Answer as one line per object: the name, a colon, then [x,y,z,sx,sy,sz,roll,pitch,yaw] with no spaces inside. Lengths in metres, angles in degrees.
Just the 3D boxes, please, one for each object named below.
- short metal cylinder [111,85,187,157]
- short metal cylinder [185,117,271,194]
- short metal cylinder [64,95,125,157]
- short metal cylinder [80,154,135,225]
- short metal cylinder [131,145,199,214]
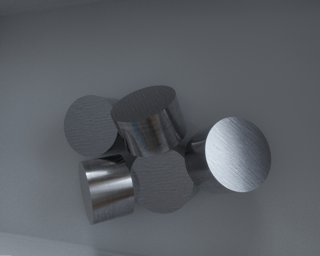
short metal cylinder: [-0.013,-0.010,0.375,0.080,0.080,0.050,-8,123,19]
short metal cylinder: [0.075,0.033,0.347,0.081,0.050,0.080,5,74,-19]
short metal cylinder: [-0.081,-0.003,0.422,0.080,0.050,0.079,0,90,19]
short metal cylinder: [-0.070,0.077,0.396,0.050,0.080,0.080,-9,86,-23]
short metal cylinder: [0.009,0.062,0.392,0.080,0.050,0.079,0,90,19]
